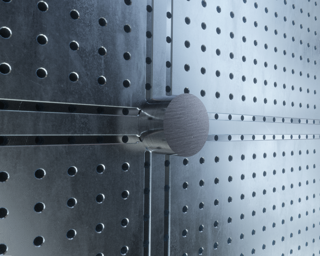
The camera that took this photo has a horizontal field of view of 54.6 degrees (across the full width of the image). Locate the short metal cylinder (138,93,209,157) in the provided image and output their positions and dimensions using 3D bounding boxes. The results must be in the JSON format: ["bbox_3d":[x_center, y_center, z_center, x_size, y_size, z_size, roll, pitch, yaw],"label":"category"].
[{"bbox_3d":[0.019,-0.004,0.407,0.081,0.050,0.080,0,90,-40],"label":"short metal cylinder"}]
